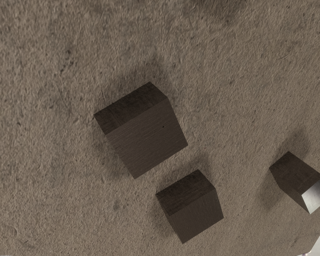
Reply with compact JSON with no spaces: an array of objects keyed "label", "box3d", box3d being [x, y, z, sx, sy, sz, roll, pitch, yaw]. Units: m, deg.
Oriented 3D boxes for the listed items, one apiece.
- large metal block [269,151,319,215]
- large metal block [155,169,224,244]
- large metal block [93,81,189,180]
[{"label":"large metal block","box3d":[0.262,0.102,0.581,0.050,0.080,0.080,-41,130,-1]},{"label":"large metal block","box3d":[0.049,0.126,0.498,0.080,0.050,0.080,-29,129,-10]},{"label":"large metal block","box3d":[-0.022,0.003,0.382,0.080,0.050,0.080,-32,129,-8]}]
